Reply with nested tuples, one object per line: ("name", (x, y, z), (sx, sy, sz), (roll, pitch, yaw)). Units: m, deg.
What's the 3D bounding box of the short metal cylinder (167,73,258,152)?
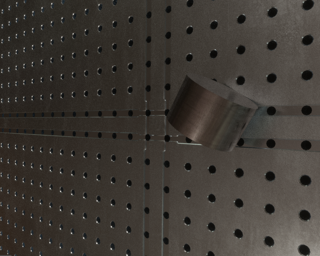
("short metal cylinder", (0.054, -0.018, 0.328), (0.080, 0.081, 0.050), (38, 113, 33))
